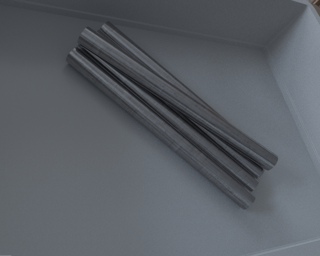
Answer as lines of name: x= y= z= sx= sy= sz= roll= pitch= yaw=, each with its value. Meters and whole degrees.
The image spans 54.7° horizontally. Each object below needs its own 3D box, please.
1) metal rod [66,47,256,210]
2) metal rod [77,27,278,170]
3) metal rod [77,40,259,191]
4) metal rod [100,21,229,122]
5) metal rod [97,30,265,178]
metal rod: x=0.002 y=0.001 z=0.404 sx=0.300 sy=0.025 sz=0.025 roll=40 pitch=51 yaw=-1
metal rod: x=0.028 y=-0.035 z=0.407 sx=0.301 sy=0.025 sz=0.025 roll=33 pitch=51 yaw=-6
metal rod: x=0.011 y=-0.017 z=0.420 sx=0.300 sy=0.025 sz=0.025 roll=40 pitch=51 yaw=-1
metal rod: x=0.034 y=-0.048 z=0.451 sx=0.300 sy=0.025 sz=0.025 roll=40 pitch=51 yaw=-1
metal rod: x=0.024 y=-0.031 z=0.435 sx=0.300 sy=0.025 sz=0.025 roll=40 pitch=51 yaw=-1
